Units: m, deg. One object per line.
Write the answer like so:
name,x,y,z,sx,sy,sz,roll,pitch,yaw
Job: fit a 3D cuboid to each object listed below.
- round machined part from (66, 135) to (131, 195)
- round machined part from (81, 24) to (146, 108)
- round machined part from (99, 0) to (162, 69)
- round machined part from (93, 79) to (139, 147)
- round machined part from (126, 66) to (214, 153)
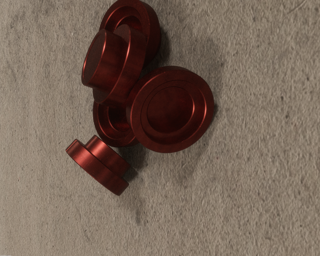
round machined part,-0.079,0.046,0.431,0.098,0.098,0.042,34,79,34
round machined part,-0.060,-0.076,0.363,0.098,0.042,0.098,-34,47,47
round machined part,-0.037,-0.122,0.422,0.098,0.042,0.097,0,90,39
round machined part,-0.045,-0.023,0.429,0.098,0.042,0.097,0,90,39
round machined part,0.009,-0.024,0.356,0.042,0.099,0.097,49,123,59
